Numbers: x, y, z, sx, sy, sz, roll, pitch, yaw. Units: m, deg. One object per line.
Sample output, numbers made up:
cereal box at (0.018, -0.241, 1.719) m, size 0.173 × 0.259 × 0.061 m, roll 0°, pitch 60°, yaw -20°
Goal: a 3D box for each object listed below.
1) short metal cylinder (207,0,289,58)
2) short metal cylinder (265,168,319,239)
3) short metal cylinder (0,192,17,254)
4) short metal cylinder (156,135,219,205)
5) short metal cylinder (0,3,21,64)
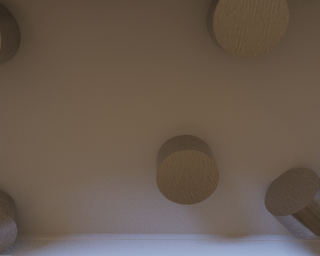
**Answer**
short metal cylinder at (0.097, -0.123, 0.353) m, size 0.081 × 0.050 × 0.079 m, roll 0°, pitch 110°, yaw 0°
short metal cylinder at (0.192, 0.101, 0.421) m, size 0.080 × 0.080 × 0.050 m, roll -42°, pitch 105°, yaw 14°
short metal cylinder at (-0.243, 0.134, 0.430) m, size 0.081 × 0.050 × 0.079 m, roll -11°, pitch 116°, yaw -22°
short metal cylinder at (0.035, 0.055, 0.419) m, size 0.081 × 0.050 × 0.079 m, roll 0°, pitch 110°, yaw 0°
short metal cylinder at (-0.212, -0.108, 0.356) m, size 0.081 × 0.050 × 0.079 m, roll 0°, pitch 110°, yaw 0°
